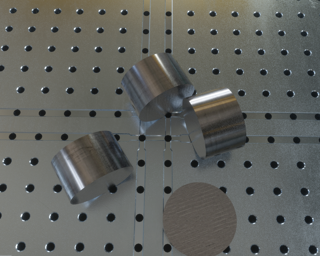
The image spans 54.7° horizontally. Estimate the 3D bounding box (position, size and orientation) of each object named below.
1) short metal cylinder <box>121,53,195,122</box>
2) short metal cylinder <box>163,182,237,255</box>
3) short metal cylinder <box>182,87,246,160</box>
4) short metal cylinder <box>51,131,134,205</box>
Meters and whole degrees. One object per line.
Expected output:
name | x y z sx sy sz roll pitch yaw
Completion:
short metal cylinder | -0.003 -0.051 0.401 0.080 0.080 0.050 -27 73 -10
short metal cylinder | 0.043 0.107 0.360 0.081 0.050 0.080 0 70 -1
short metal cylinder | 0.065 -0.006 0.386 0.050 0.080 0.080 -17 71 -6
short metal cylinder | -0.079 0.047 0.365 0.080 0.080 0.050 -30 73 -11
